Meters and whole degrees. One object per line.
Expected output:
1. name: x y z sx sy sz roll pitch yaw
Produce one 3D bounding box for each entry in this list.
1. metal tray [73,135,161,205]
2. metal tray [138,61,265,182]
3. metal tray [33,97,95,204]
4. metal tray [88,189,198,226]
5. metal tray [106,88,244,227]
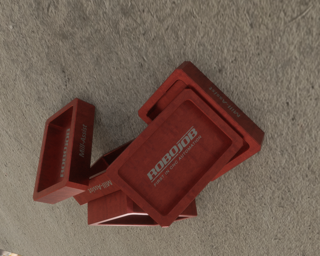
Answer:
1. metal tray: -0.057 0.053 0.428 0.130 0.090 0.030 -27 104 37
2. metal tray: 0.048 -0.005 0.376 0.130 0.030 0.090 43 129 -3
3. metal tray: -0.134 0.032 0.436 0.090 0.130 0.030 -27 142 36
4. metal tray: -0.022 0.114 0.433 0.090 0.131 0.030 -27 59 37
5. metal tray: 0.016 0.031 0.346 0.090 0.030 0.130 44 84 -3
